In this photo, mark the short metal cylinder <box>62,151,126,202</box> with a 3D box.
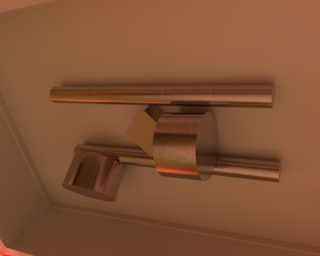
[{"bbox_3d":[-0.098,0.074,0.463,0.080,0.050,0.080,13,157,6],"label":"short metal cylinder"}]

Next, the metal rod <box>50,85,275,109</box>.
[{"bbox_3d":[-0.017,-0.041,0.388,0.301,0.025,0.025,3,120,26],"label":"metal rod"}]

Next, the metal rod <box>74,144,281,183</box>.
[{"bbox_3d":[0.006,0.045,0.429,0.301,0.025,0.025,3,120,26],"label":"metal rod"}]

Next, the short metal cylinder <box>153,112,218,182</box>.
[{"bbox_3d":[0.033,0.020,0.366,0.050,0.080,0.079,2,119,27],"label":"short metal cylinder"}]

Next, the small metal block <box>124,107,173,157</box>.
[{"bbox_3d":[-0.011,0.003,0.413,0.050,0.025,0.050,44,129,-3],"label":"small metal block"}]
